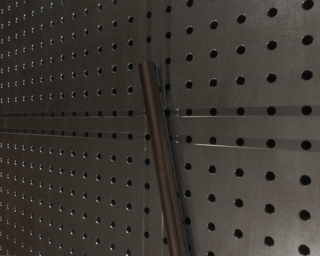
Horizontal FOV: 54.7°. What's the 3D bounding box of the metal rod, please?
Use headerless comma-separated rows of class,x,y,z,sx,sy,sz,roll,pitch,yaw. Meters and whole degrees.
metal rod,0.008,0.059,0.401,0.025,0.025,0.298,-16,80,38
